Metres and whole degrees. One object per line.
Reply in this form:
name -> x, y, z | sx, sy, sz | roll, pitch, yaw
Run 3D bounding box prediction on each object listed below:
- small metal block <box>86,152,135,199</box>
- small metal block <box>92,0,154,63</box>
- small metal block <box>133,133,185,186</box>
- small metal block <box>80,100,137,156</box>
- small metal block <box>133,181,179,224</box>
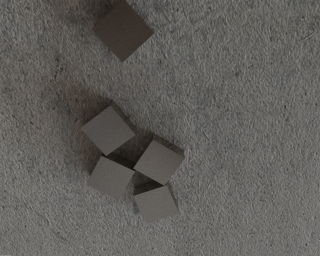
small metal block -> -0.067, 0.064, 0.433 | 0.050, 0.025, 0.050 | 27, 108, -10
small metal block -> -0.043, -0.115, 0.367 | 0.050, 0.025, 0.050 | -40, 106, 13
small metal block -> -0.001, 0.043, 0.425 | 0.050, 0.025, 0.050 | 31, 107, -11
small metal block -> -0.067, 0.000, 0.409 | 0.050, 0.025, 0.050 | -36, 107, 12
small metal block -> -0.005, 0.104, 0.448 | 0.050, 0.025, 0.050 | -20, 109, 7
